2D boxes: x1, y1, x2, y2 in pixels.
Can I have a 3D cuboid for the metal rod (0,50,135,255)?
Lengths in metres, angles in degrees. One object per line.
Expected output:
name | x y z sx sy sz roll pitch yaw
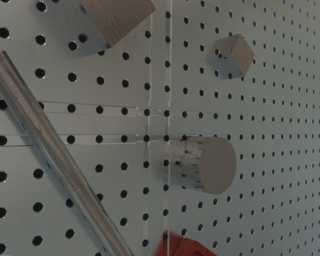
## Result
metal rod | -0.091 0.061 0.332 0.025 0.025 0.299 -40 114 -33

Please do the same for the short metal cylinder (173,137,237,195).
short metal cylinder | 0.065 0.052 0.448 0.081 0.050 0.080 0 90 -40

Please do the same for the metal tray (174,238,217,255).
metal tray | 0.067 0.230 0.440 0.130 0.030 0.090 40 65 -16

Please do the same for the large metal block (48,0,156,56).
large metal block | -0.064 -0.139 0.339 0.080 0.050 0.080 -50 120 -28

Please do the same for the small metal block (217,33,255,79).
small metal block | 0.127 -0.119 0.515 0.050 0.025 0.050 42 65 -32
